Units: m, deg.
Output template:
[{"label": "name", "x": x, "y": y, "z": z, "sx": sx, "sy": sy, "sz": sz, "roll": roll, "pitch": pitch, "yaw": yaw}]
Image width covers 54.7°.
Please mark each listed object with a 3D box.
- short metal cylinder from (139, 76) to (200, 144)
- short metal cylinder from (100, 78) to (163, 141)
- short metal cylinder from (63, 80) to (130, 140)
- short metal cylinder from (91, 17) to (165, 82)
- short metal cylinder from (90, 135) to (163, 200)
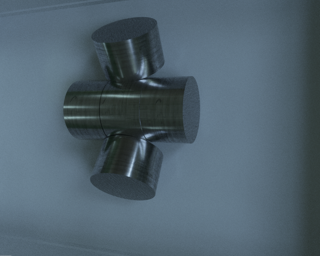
[{"label": "short metal cylinder", "x": 0.015, "y": -0.022, "z": 0.374, "sx": 0.050, "sy": 0.080, "sz": 0.080, "roll": 1, "pitch": 91, "yaw": 20}, {"label": "short metal cylinder", "x": -0.033, "y": -0.023, "z": 0.391, "sx": 0.050, "sy": 0.080, "sz": 0.080, "roll": 1, "pitch": 91, "yaw": 20}, {"label": "short metal cylinder", "x": -0.081, "y": -0.023, "z": 0.408, "sx": 0.050, "sy": 0.080, "sz": 0.080, "roll": 1, "pitch": 91, "yaw": 20}, {"label": "short metal cylinder", "x": -0.038, "y": -0.099, "z": 0.385, "sx": 0.080, "sy": 0.080, "sz": 0.050, "roll": 2, "pitch": 129, "yaw": 20}, {"label": "short metal cylinder", "x": -0.040, "y": 0.051, "z": 0.386, "sx": 0.080, "sy": 0.080, "sz": 0.050, "roll": 0, "pitch": 56, "yaw": 20}]
